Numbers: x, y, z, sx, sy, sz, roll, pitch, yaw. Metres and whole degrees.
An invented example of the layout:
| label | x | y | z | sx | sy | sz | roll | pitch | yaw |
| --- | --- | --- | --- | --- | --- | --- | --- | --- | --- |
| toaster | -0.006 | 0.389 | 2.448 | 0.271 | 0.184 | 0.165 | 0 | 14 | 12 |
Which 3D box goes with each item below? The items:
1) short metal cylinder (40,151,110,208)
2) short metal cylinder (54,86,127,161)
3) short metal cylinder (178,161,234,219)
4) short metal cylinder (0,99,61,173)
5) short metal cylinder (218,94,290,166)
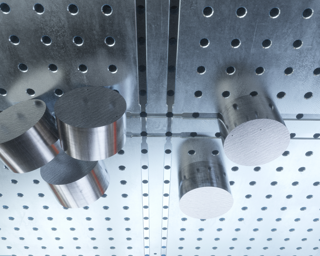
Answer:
| label | x | y | z | sx | sy | sz | roll | pitch | yaw |
| --- | --- | --- | --- | --- | --- | --- | --- | --- | --- |
| short metal cylinder | -0.115 | 0.063 | 0.428 | 0.080 | 0.080 | 0.050 | -8 | 130 | 6 |
| short metal cylinder | -0.081 | -0.007 | 0.369 | 0.081 | 0.080 | 0.050 | 3 | 130 | -3 |
| short metal cylinder | 0.068 | 0.096 | 0.478 | 0.081 | 0.050 | 0.079 | 0 | 130 | 0 |
| short metal cylinder | -0.165 | 0.009 | 0.381 | 0.080 | 0.080 | 0.050 | -13 | 129 | 10 |
| short metal cylinder | 0.119 | 0.004 | 0.399 | 0.081 | 0.050 | 0.079 | 0 | 130 | 0 |
